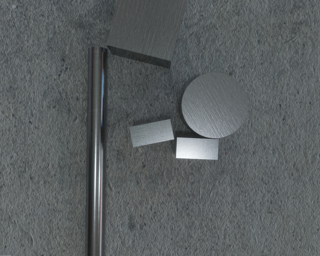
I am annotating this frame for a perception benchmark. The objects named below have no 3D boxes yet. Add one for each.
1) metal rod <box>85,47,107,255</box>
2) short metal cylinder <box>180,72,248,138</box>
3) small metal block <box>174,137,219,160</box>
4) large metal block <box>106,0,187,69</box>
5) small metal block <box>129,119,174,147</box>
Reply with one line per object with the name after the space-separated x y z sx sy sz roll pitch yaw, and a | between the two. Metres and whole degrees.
-0.084 0.045 0.408 0.025 0.025 0.298 1 90 -1 | metal rod
0.066 -0.028 0.398 0.081 0.050 0.079 0 90 -1 | short metal cylinder
0.045 0.025 0.398 0.050 0.050 0.025 3 90 -1 | small metal block
-0.016 -0.129 0.397 0.080 0.050 0.080 14 90 -1 | large metal block
-0.010 0.006 0.397 0.050 0.050 0.025 -11 90 0 | small metal block
